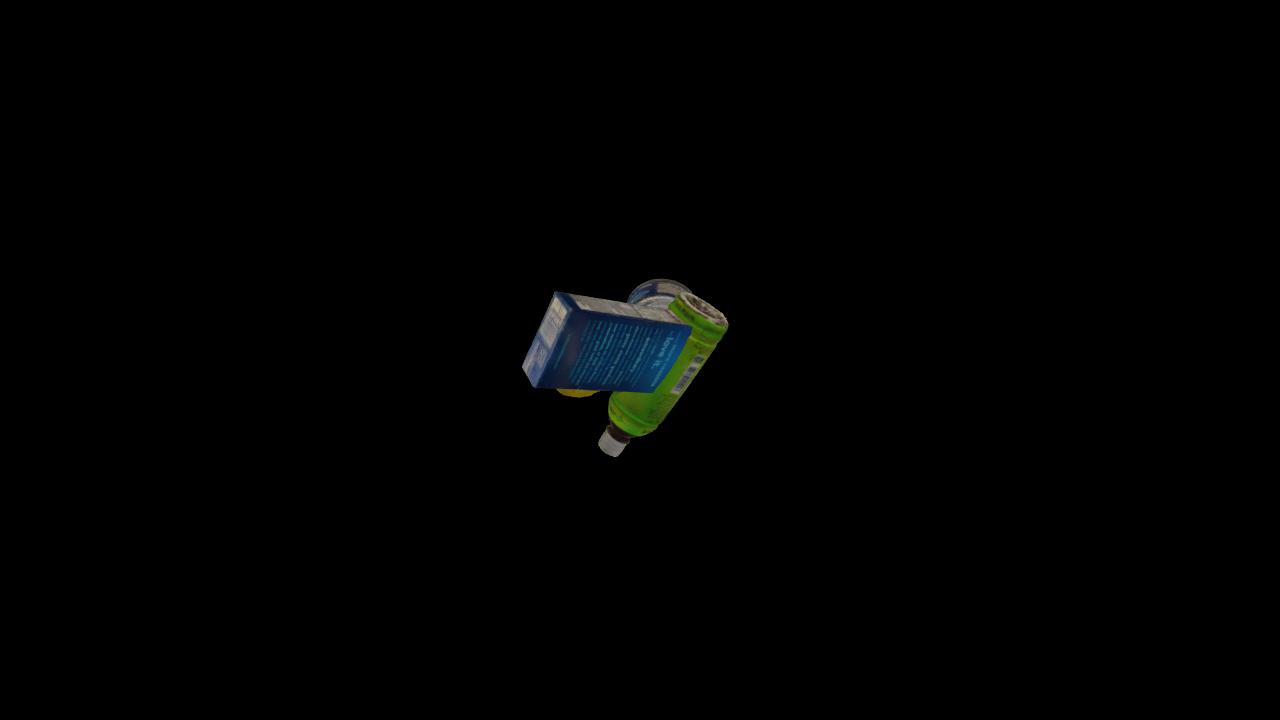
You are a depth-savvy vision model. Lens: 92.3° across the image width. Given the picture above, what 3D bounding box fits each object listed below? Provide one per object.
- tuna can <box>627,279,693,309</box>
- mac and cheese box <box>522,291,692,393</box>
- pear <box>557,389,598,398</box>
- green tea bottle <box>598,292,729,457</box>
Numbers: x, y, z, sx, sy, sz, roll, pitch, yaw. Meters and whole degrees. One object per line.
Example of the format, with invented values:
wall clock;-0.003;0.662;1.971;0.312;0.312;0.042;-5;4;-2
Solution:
tuna can;0.024;-0.049;0.705;0.084;0.084;0.034;0;39;5
mac and cheese box;-0.020;-0.013;0.636;0.184;0.093;0.041;6;31;-40
pear;-0.059;0.009;0.743;0.080;0.080;0.111;0;-9;35
green tea bottle;0.017;0.025;0.709;0.073;0.212;0.073;29;18;-11
